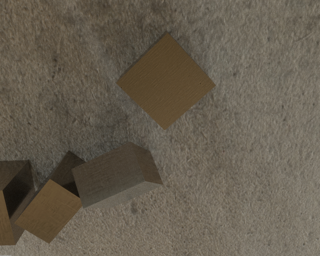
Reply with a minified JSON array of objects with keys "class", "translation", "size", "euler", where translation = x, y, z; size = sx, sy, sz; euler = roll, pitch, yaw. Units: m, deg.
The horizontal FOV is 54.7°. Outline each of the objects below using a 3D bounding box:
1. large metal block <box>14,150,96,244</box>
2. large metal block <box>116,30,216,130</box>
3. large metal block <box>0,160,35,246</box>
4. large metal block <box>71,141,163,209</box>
[{"class":"large metal block","translation":[-0.134,0.088,0.411],"size":[0.050,0.080,0.080],"euler":[38,106,-13]},{"class":"large metal block","translation":[0.007,-0.058,0.375],"size":[0.080,0.050,0.080],"euler":[-42,105,13]},{"class":"large metal block","translation":[-0.208,0.097,0.413],"size":[0.050,0.080,0.079],"euler":[-2,110,0]},{"class":"large metal block","translation":[-0.051,0.063,0.396],"size":[0.080,0.080,0.050],"euler":[-25,71,8]}]
